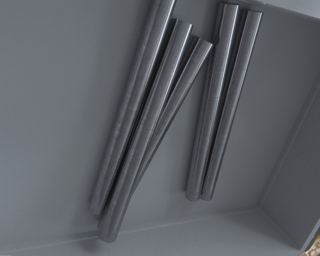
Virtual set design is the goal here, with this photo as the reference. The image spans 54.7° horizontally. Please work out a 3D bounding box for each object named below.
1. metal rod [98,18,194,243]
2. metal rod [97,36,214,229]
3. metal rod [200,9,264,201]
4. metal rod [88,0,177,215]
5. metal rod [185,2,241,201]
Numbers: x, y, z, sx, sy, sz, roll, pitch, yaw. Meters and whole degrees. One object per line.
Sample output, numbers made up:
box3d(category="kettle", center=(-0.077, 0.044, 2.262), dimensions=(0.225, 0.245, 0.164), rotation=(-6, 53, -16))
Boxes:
box3d(category="metal rod", center=(-0.023, 0.015, 0.389), dimensions=(0.025, 0.025, 0.298), rotation=(10, 108, -33))
box3d(category="metal rod", center=(-0.013, 0.021, 0.415), dimensions=(0.025, 0.025, 0.298), rotation=(16, 110, -35))
box3d(category="metal rod", center=(0.096, -0.015, 0.453), dimensions=(0.025, 0.025, 0.298), rotation=(-6, 121, -26))
box3d(category="metal rod", center=(-0.039, -0.017, 0.377), dimensions=(0.025, 0.025, 0.298), rotation=(6, 115, -32))
box3d(category="metal rod", center=(0.068, -0.017, 0.436), dimensions=(0.025, 0.025, 0.298), rotation=(-8, 122, -25))
